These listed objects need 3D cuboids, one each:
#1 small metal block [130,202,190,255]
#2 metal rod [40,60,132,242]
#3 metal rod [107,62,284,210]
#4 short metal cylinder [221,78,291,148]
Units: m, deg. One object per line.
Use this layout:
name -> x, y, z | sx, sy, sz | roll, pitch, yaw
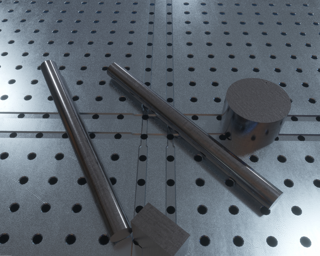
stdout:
small metal block -> 0.000, 0.107, 0.301 | 0.050, 0.050, 0.025 | 33, 57, 24
metal rod -> -0.107, 0.006, 0.401 | 0.025, 0.025, 0.300 | -21, 53, -17
metal rod -> 0.028, -0.005, 0.411 | 0.025, 0.025, 0.300 | -34, 58, -25
short metal cylinder -> 0.124, -0.021, 0.410 | 0.081, 0.050, 0.080 | 0, 50, 0
